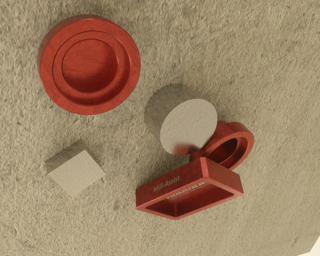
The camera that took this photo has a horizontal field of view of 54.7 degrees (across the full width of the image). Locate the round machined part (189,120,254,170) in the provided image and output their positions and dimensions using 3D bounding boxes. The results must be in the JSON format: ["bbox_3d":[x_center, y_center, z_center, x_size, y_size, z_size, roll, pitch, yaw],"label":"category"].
[{"bbox_3d":[0.085,0.028,0.453,0.099,0.042,0.097,-20,139,-18],"label":"round machined part"}]

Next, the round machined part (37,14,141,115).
[{"bbox_3d":[-0.073,-0.066,0.316,0.099,0.042,0.097,-14,125,-21],"label":"round machined part"}]

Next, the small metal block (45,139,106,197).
[{"bbox_3d":[-0.104,0.050,0.382,0.050,0.025,0.050,-34,129,-6],"label":"small metal block"}]

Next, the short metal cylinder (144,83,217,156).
[{"bbox_3d":[0.026,-0.011,0.400,0.081,0.050,0.079,-14,124,-21],"label":"short metal cylinder"}]

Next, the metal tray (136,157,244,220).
[{"bbox_3d":[0.040,0.092,0.444,0.130,0.030,0.090,-32,137,32],"label":"metal tray"}]
